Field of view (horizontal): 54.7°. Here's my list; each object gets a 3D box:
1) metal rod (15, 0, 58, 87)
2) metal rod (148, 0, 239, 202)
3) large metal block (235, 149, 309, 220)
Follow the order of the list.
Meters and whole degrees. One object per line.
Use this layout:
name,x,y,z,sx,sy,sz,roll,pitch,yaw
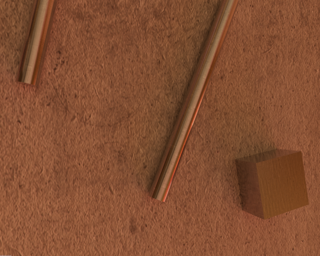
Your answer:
metal rod,-0.124,-0.196,0.363,0.025,0.025,0.298,12,86,-20
metal rod,0.049,-0.045,0.428,0.025,0.025,0.299,23,82,-19
large metal block,0.165,0.079,0.459,0.081,0.050,0.079,-11,94,-20
